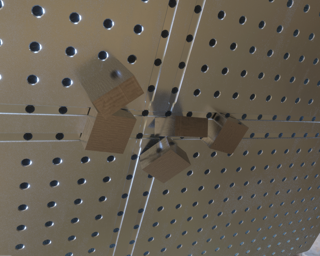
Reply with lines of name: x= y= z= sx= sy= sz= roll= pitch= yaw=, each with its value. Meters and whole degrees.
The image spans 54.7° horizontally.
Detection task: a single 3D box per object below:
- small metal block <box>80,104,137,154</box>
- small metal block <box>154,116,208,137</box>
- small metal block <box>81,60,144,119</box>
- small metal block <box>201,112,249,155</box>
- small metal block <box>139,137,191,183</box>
small metal block: x=-0.063 y=0.002 z=0.379 sx=0.050 sy=0.025 sz=0.050 roll=10 pitch=113 yaw=-33
small metal block: x=0.027 y=-0.001 z=0.408 sx=0.050 sy=0.050 sz=0.025 roll=3 pitch=87 yaw=-31
small metal block: x=-0.053 y=-0.044 z=0.340 sx=0.050 sy=0.050 sz=0.025 roll=-34 pitch=129 yaw=-6
small metal block: x=0.099 y=0.009 z=0.473 sx=0.050 sy=0.025 sz=0.050 roll=17 pitch=110 yaw=-35
small metal block: x=0.007 y=0.046 z=0.438 sx=0.050 sy=0.025 sz=0.050 roll=-37 pitch=131 yaw=16
